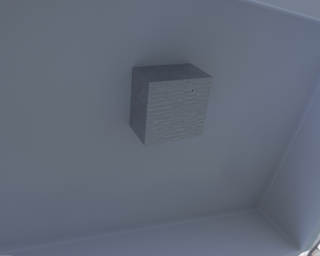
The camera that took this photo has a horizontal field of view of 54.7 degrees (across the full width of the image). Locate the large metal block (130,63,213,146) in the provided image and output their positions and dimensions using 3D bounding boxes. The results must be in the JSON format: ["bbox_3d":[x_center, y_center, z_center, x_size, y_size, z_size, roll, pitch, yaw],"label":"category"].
[{"bbox_3d":[0.011,-0.031,0.381,0.081,0.050,0.079,-9,122,-24],"label":"large metal block"}]
